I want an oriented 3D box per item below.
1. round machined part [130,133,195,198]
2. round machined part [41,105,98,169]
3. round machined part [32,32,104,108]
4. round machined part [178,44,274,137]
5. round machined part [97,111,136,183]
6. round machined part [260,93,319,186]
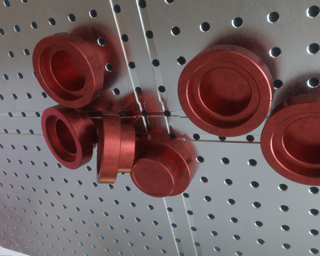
[{"bbox_3d":[-0.004,0.059,0.439,0.098,0.042,0.097,13,124,21],"label":"round machined part"},{"bbox_3d":[-0.132,0.009,0.466,0.098,0.042,0.097,21,124,35],"label":"round machined part"},{"bbox_3d":[-0.116,-0.079,0.414,0.098,0.042,0.097,13,124,21],"label":"round machined part"},{"bbox_3d":[0.072,-0.042,0.336,0.098,0.042,0.097,13,124,21],"label":"round machined part"},{"bbox_3d":[-0.061,0.027,0.426,0.042,0.098,0.097,4,128,-15],"label":"round machined part"},{"bbox_3d":[0.159,0.008,0.322,0.098,0.042,0.097,13,124,21],"label":"round machined part"}]
